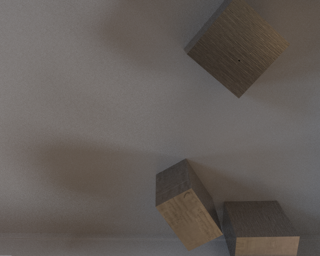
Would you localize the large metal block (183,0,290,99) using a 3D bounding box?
[{"bbox_3d":[0.086,-0.095,0.364,0.080,0.050,0.080,38,105,-13],"label":"large metal block"}]

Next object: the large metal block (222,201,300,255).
[{"bbox_3d":[0.137,0.147,0.438,0.081,0.080,0.050,-1,110,0],"label":"large metal block"}]

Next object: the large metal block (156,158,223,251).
[{"bbox_3d":[0.037,0.101,0.420,0.050,0.080,0.080,-30,108,10],"label":"large metal block"}]
